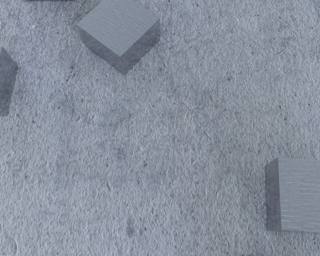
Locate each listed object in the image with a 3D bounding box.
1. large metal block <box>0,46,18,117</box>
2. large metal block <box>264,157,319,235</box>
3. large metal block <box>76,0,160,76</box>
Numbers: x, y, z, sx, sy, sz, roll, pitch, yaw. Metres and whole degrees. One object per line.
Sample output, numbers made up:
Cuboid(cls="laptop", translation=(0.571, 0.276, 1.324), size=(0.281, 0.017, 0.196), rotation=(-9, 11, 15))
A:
Cuboid(cls="large metal block", translation=(-0.249, -0.063, 0.416), size=(0.081, 0.050, 0.080), rotation=(2, 70, 0))
Cuboid(cls="large metal block", translation=(0.173, 0.082, 0.366), size=(0.080, 0.050, 0.080), rotation=(5, 70, 1))
Cuboid(cls="large metal block", translation=(-0.057, -0.137, 0.444), size=(0.080, 0.050, 0.080), rotation=(38, 74, 12))
